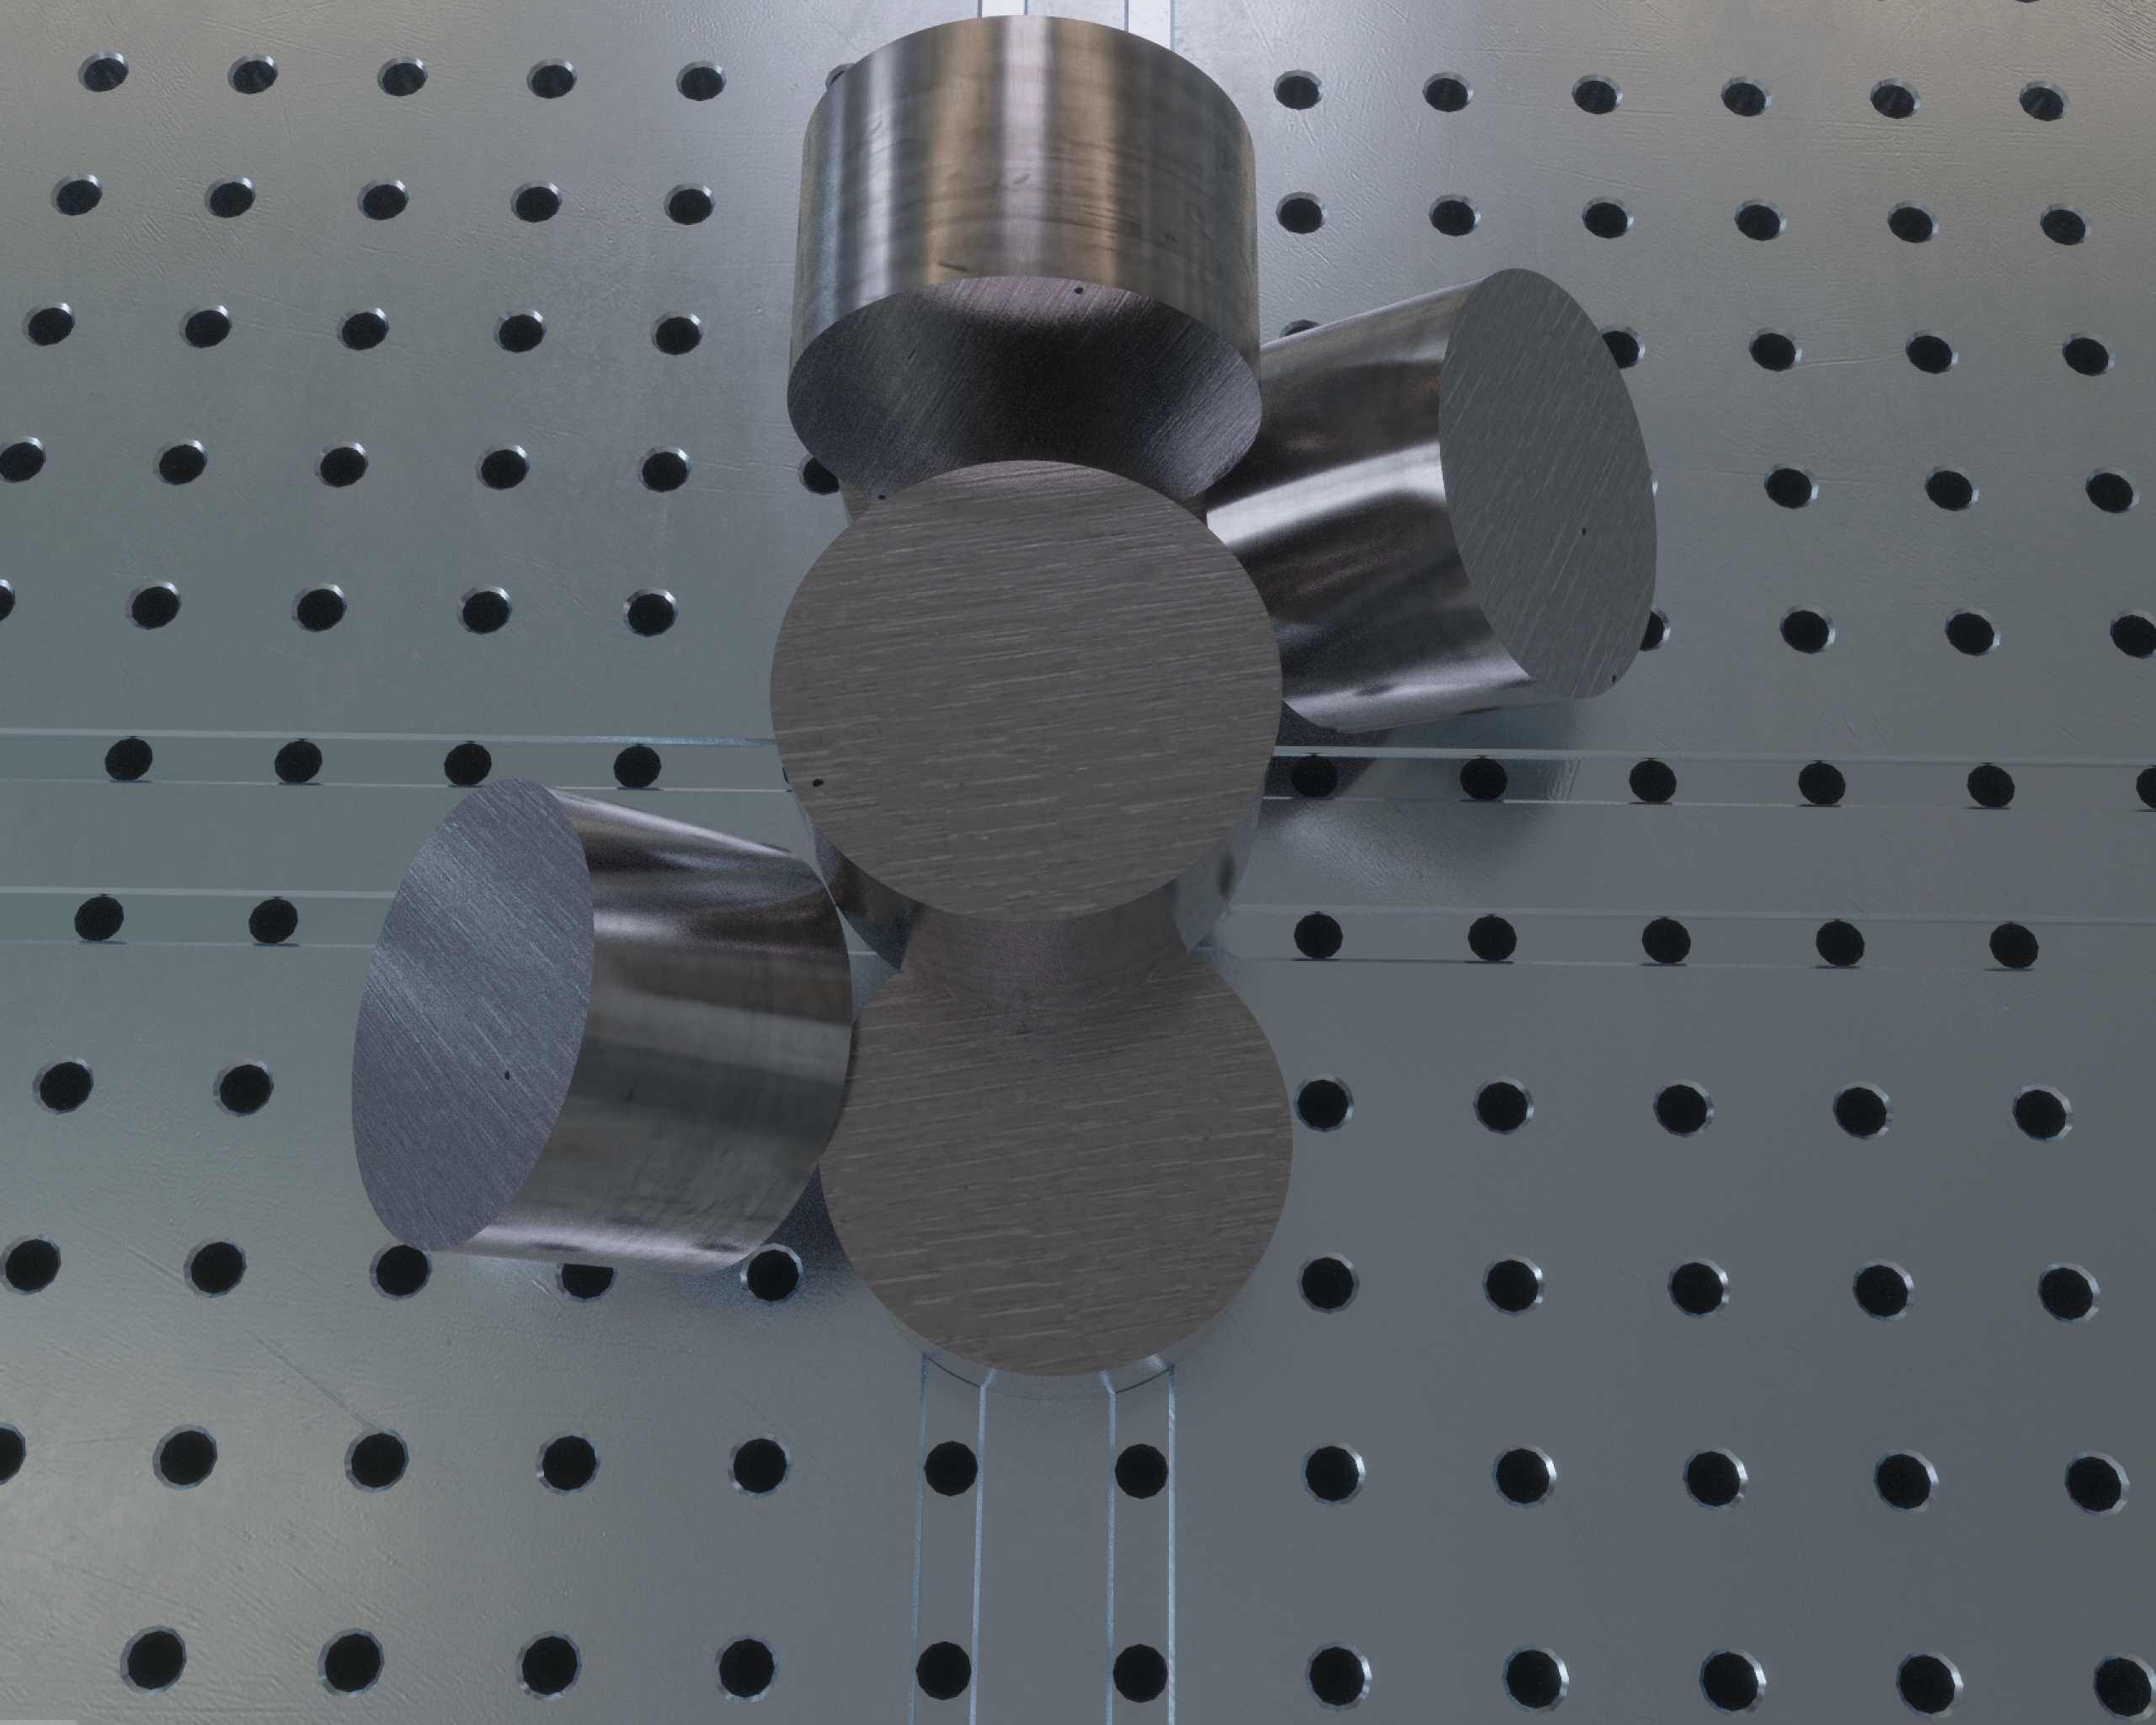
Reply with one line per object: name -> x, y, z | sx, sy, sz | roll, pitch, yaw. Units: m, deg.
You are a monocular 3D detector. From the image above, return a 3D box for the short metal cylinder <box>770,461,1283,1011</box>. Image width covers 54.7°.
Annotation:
short metal cylinder -> -0.008, -0.020, 0.352 | 0.081, 0.050, 0.080 | 0, 70, 0

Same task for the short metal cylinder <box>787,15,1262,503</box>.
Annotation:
short metal cylinder -> -0.009, -0.099, 0.364 | 0.081, 0.080, 0.050 | 0, 70, 0

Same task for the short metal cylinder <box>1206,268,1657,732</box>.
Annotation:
short metal cylinder -> 0.069, -0.067, 0.400 | 0.050, 0.080, 0.080 | -7, 64, 41

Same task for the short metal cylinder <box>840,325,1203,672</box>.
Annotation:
short metal cylinder -> -0.007, -0.074, 0.425 | 0.081, 0.050, 0.080 | 0, 71, 0

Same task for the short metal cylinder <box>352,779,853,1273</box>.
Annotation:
short metal cylinder -> -0.084, 0.030, 0.365 | 0.050, 0.080, 0.080 | 16, 63, -42

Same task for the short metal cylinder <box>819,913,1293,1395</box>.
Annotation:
short metal cylinder -> -0.004, 0.054, 0.378 | 0.081, 0.050, 0.080 | 0, 71, 0
